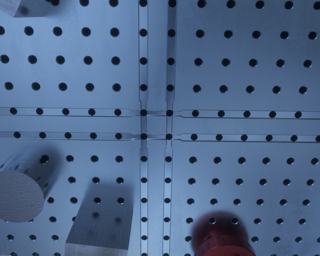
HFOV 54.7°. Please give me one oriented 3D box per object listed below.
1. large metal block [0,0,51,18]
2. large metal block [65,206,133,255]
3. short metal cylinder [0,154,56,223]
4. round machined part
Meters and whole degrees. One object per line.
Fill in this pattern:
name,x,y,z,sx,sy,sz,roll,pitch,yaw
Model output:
large metal block,-0.163,-0.161,0.323,0.080,0.080,0.050,31,107,-11
large metal block,-0.085,0.161,0.442,0.081,0.080,0.050,8,110,-3
short metal cylinder,-0.192,0.082,0.429,0.081,0.050,0.079,0,110,0
round machined part,0.100,0.206,0.481,0.099,0.042,0.097,0,110,0
